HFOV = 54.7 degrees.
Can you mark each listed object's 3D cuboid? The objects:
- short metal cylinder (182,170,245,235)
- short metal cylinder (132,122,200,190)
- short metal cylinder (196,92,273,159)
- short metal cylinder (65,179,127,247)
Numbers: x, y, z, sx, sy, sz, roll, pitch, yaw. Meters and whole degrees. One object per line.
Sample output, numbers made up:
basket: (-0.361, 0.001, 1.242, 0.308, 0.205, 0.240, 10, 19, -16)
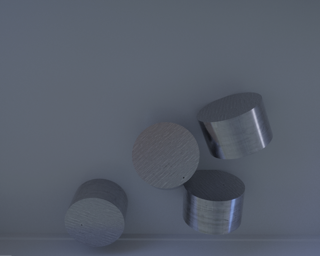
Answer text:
short metal cylinder: (0.071, 0.098, 0.419, 0.081, 0.080, 0.050, 0, 110, -1)
short metal cylinder: (0.008, 0.037, 0.393, 0.080, 0.050, 0.080, -1, 76, 3)
short metal cylinder: (0.092, -0.004, 0.382, 0.080, 0.080, 0.050, -20, 109, 7)
short metal cylinder: (-0.088, 0.120, 0.441, 0.081, 0.050, 0.079, 0, 110, -1)
